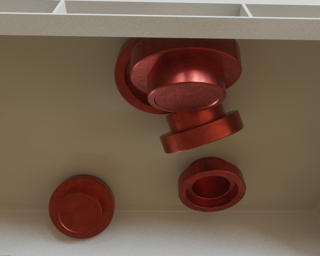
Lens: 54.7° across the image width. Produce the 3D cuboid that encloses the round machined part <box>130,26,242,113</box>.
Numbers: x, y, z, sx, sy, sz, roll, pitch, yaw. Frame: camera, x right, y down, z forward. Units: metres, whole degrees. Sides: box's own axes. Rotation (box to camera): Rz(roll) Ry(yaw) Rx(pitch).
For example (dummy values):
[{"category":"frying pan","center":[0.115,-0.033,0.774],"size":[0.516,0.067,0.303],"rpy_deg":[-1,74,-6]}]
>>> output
[{"category":"round machined part","center":[0.023,-0.044,0.277],"size":[0.099,0.042,0.098],"rpy_deg":[-1,162,0]}]

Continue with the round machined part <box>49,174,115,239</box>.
[{"category":"round machined part","center":[-0.120,0.123,0.471],"size":[0.099,0.042,0.097],"rpy_deg":[0,97,-3]}]

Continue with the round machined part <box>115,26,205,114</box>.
[{"category":"round machined part","center":[0.002,-0.066,0.342],"size":[0.099,0.042,0.097],"rpy_deg":[0,130,0]}]

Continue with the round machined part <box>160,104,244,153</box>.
[{"category":"round machined part","center":[0.045,-0.006,0.370],"size":[0.098,0.098,0.042],"rpy_deg":[-19,92,15]}]

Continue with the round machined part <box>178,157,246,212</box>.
[{"category":"round machined part","center":[0.076,0.081,0.468],"size":[0.099,0.042,0.097],"rpy_deg":[-1,130,0]}]
